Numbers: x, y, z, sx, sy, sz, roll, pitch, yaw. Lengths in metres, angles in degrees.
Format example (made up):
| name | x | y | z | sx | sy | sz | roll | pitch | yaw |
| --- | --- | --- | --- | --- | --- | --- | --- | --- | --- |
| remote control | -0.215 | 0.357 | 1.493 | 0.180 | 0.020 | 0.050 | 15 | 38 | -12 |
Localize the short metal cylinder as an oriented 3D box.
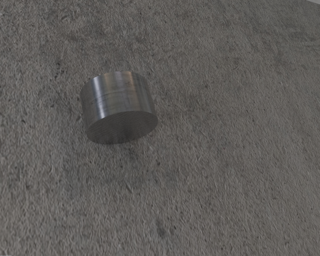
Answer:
| name | x | y | z | sx | sy | sz | roll | pitch | yaw |
| --- | --- | --- | --- | --- | --- | --- | --- | --- | --- |
| short metal cylinder | -0.047 | -0.021 | 0.355 | 0.081 | 0.080 | 0.050 | -2 | 63 | -29 |
